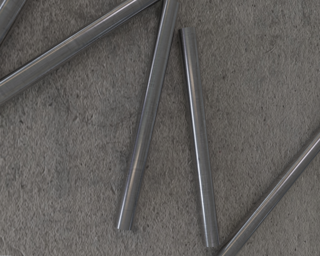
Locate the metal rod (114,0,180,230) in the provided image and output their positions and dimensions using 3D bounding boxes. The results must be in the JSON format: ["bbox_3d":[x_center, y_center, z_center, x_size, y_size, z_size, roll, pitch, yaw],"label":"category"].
[{"bbox_3d":[-0.016,-0.020,0.402,0.025,0.025,0.298,13,86,-20],"label":"metal rod"}]

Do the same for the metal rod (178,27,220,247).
[{"bbox_3d":[0.054,0.014,0.428,0.025,0.025,0.298,-8,93,-20],"label":"metal rod"}]

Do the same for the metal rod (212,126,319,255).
[{"bbox_3d":[0.180,0.096,0.475,0.301,0.025,0.025,-44,104,-15],"label":"metal rod"}]

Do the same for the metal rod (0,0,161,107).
[{"bbox_3d":[-0.082,-0.117,0.378,0.301,0.025,0.025,-39,103,-16],"label":"metal rod"}]

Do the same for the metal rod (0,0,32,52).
[{"bbox_3d":[-0.168,-0.130,0.346,0.025,0.025,0.299,29,81,-18],"label":"metal rod"}]
